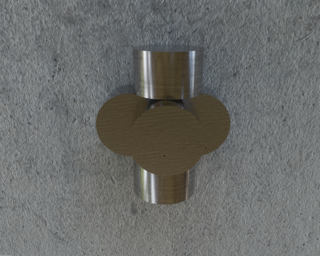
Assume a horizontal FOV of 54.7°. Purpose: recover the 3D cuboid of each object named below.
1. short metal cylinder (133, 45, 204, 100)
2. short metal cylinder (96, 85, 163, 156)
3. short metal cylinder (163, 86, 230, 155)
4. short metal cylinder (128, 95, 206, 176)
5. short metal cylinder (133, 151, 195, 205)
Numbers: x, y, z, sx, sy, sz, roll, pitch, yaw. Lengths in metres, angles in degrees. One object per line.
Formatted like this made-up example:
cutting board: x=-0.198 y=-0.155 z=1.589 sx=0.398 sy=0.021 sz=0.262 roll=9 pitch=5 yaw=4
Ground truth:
short metal cylinder: x=0.010 y=-0.067 z=0.358 sx=0.081 sy=0.080 sz=0.050 roll=0 pitch=110 yaw=-1
short metal cylinder: x=-0.036 y=-0.011 z=0.393 sx=0.081 sy=0.050 sz=0.079 roll=0 pitch=110 yaw=-1
short metal cylinder: x=0.044 y=-0.011 z=0.394 sx=0.081 sy=0.050 sz=0.079 roll=0 pitch=110 yaw=-1
short metal cylinder: x=0.007 y=0.006 z=0.346 sx=0.081 sy=0.050 sz=0.079 roll=0 pitch=110 yaw=-1
short metal cylinder: x=0.006 y=0.055 z=0.403 sx=0.081 sy=0.080 sz=0.050 roll=0 pitch=110 yaw=-1
